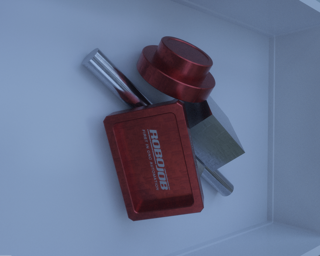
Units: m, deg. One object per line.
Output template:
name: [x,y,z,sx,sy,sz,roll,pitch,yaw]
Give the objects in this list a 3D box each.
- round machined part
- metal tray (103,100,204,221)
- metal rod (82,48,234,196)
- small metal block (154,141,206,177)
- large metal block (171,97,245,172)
round machined part: [0.025,-0.076,0.377,0.099,0.098,0.042,-3,132,-40]
metal tray: [-0.005,0.039,0.362,0.030,0.090,0.129,-58,137,-75]
metal rod: [0.015,0.010,0.419,0.300,0.025,0.025,44,63,-31]
small metal block: [0.025,0.042,0.411,0.050,0.050,0.025,46,63,-31]
large metal block: [0.061,-0.002,0.416,0.080,0.050,0.080,44,21,-31]
